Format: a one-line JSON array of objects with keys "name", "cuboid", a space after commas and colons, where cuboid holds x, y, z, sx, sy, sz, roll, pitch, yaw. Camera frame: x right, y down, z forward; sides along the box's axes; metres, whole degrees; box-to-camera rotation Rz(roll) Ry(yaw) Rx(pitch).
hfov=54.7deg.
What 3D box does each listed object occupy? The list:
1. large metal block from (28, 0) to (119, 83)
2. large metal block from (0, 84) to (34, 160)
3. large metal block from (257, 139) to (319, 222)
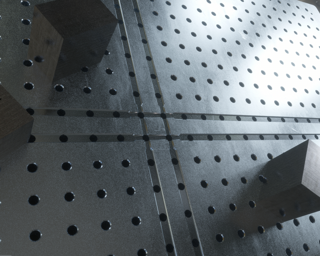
[{"name": "large metal block", "cuboid": [-0.109, -0.112, 0.384, 0.050, 0.080, 0.081, 49, 51, 6]}, {"name": "large metal block", "cuboid": [-0.184, -0.005, 0.296, 0.080, 0.050, 0.080, 45, 51, 3]}, {"name": "large metal block", "cuboid": [0.192, 0.074, 0.433, 0.050, 0.080, 0.080, 36, 51, -5]}]
